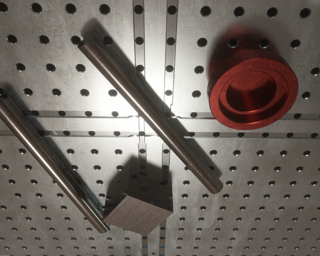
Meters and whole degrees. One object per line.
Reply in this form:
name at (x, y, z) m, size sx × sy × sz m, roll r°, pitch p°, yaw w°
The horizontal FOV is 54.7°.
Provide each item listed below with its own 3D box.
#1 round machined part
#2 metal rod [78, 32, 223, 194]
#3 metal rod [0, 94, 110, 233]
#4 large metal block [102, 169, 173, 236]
round machined part at (0.104, -0.047, 0.362) m, size 0.099 × 0.042 × 0.097 m, roll -1°, pitch 130°, yaw 0°
metal rod at (0.006, 0.000, 0.411) m, size 0.025 × 0.025 × 0.300 m, roll -27°, pitch 126°, yaw 21°
metal rod at (-0.150, 0.073, 0.471) m, size 0.025 × 0.025 × 0.299 m, roll -15°, pitch 129°, yaw 12°
large metal block at (-0.035, 0.122, 0.499) m, size 0.080 × 0.050 × 0.080 m, roll 26°, pitch 125°, yaw -21°
